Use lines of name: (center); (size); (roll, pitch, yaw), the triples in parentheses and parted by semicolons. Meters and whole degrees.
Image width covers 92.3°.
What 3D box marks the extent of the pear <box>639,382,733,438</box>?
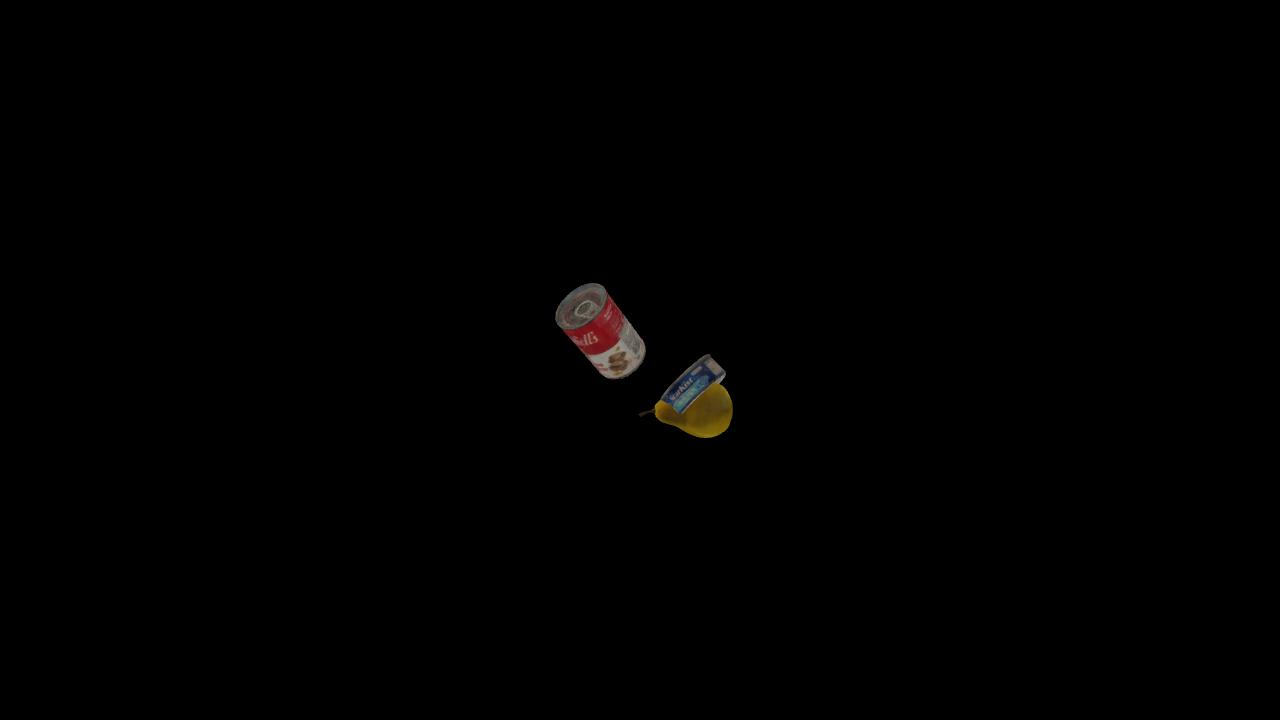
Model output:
pear: (0.057, 0.060, 0.765); (0.111, 0.080, 0.080); (4, -1, -21)

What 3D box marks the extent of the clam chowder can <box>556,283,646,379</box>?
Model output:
clam chowder can: (-0.044, -0.032, 0.724); (0.068, 0.068, 0.102); (0, -36, 35)

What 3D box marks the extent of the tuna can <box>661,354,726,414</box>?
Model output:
tuna can: (0.067, 0.033, 0.763); (0.084, 0.034, 0.084); (-41, -12, -10)
